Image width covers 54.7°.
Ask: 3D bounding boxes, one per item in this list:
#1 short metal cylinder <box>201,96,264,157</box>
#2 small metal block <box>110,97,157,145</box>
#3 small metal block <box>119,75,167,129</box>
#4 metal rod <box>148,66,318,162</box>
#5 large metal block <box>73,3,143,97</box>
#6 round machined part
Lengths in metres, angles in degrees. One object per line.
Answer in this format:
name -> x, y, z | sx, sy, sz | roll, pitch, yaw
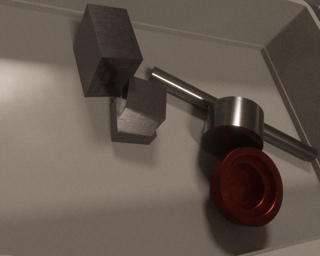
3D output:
short metal cylinder -> 0.100, 0.002, 0.425 | 0.080, 0.080, 0.050 | 25, 52, -13
small metal block -> -0.035, -0.008, 0.393 | 0.050, 0.025, 0.050 | 7, 59, -25
small metal block -> -0.020, -0.032, 0.384 | 0.050, 0.025, 0.050 | 16, 55, -20
metal rod -> 0.120, -0.016, 0.482 | 0.302, 0.025, 0.025 | 25, 53, -13
large metal block -> -0.069, -0.094, 0.392 | 0.050, 0.080, 0.080 | -4, 64, -31
round machined part -> 0.105, 0.075, 0.398 | 0.099, 0.042, 0.098 | 7, 73, -23
